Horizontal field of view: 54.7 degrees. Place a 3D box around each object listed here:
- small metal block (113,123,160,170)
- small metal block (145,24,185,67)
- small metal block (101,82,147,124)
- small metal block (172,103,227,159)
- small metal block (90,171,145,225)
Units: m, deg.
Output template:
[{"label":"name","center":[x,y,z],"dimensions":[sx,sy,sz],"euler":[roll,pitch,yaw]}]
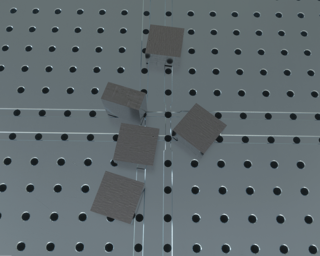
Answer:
[{"label":"small metal block","center":[-0.029,0.024,0.403],"dimensions":[0.050,0.025,0.050],"euler":[9,70,3]},{"label":"small metal block","center":[0.007,-0.121,0.456],"dimensions":[0.050,0.025,0.050],"euler":[8,70,2]},{"label":"small metal block","center":[-0.046,-0.032,0.410],"dimensions":[0.050,0.050,0.025],"euler":[17,71,6]},{"label":"small metal block","center":[0.051,0.004,0.411],"dimensions":[0.050,0.025,0.050],"euler":[38,74,12]},{"label":"small metal block","center":[-0.050,0.086,0.380],"dimensions":[0.050,0.025,0.050],"euler":[17,71,5]}]
